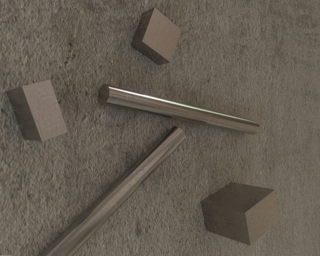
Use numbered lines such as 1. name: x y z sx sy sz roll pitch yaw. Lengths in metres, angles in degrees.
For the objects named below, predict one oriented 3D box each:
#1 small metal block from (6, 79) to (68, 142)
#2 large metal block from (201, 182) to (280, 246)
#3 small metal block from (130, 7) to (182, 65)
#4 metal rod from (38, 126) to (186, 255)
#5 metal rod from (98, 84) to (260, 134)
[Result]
1. small metal block: -0.117 -0.016 0.292 0.025 0.050 0.050 -25 106 -38
2. large metal block: 0.123 0.127 0.475 0.081 0.080 0.050 -19 103 -39
3. small metal block: -0.004 -0.118 0.403 0.050 0.025 0.050 29 72 -37
4. metal rod: -0.068 0.095 0.349 0.301 0.025 0.025 -43 116 -32
5. metal rod: 0.050 -0.019 0.449 0.302 0.025 0.025 9 84 -40
